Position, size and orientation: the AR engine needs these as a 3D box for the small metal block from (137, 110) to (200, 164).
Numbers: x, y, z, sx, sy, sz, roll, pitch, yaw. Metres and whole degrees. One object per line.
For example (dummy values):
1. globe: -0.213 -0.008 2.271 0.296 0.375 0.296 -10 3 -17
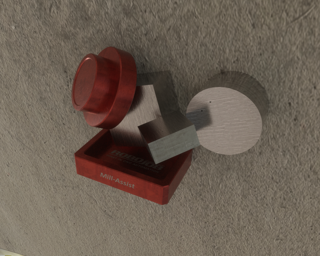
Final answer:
1. small metal block: 0.008 0.008 0.334 0.050 0.050 0.025 -23 115 -7

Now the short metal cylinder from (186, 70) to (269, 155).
1. short metal cylinder: 0.075 -0.017 0.343 0.080 0.050 0.079 13 124 21

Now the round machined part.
1. round machined part: -0.072 -0.050 0.367 0.042 0.098 0.098 13 140 -36

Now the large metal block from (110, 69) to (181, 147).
1. large metal block: -0.023 -0.023 0.391 0.080 0.050 0.080 -1 118 29

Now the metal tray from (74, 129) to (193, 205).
1. metal tray: -0.033 0.042 0.409 0.130 0.090 0.030 16 125 19
